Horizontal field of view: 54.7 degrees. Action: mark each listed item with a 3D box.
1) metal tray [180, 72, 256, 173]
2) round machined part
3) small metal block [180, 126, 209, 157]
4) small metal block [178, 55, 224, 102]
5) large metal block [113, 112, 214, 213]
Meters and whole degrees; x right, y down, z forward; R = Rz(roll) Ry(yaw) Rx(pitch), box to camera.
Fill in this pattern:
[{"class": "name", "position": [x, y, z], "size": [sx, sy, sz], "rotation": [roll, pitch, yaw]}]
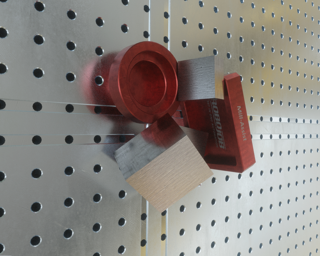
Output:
[{"class": "metal tray", "position": [0.077, -0.006, 0.434], "size": [0.030, 0.090, 0.129], "rotation": [-23, 105, -38]}, {"class": "round machined part", "position": [-0.021, -0.054, 0.382], "size": [0.099, 0.042, 0.097], "rotation": [0, 90, -40]}, {"class": "small metal block", "position": [0.037, 0.026, 0.436], "size": [0.050, 0.025, 0.050], "rotation": [14, 86, -28]}, {"class": "small metal block", "position": [0.051, -0.059, 0.384], "size": [0.025, 0.050, 0.050], "rotation": [0, 89, -55]}, {"class": "large metal block", "position": [0.005, 0.043, 0.370], "size": [0.080, 0.050, 0.080], "rotation": [-37, 130, 0]}]
